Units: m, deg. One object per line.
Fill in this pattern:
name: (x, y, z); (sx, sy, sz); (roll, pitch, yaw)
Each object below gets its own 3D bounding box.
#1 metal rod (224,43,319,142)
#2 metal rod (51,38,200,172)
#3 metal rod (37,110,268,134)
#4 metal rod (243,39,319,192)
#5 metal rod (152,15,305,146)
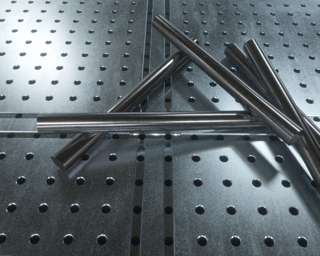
metal rod: (0.177, -0.026, 0.431); (0.025, 0.025, 0.300); (-18, 52, -15)
metal rod: (-0.031, -0.049, 0.448); (0.025, 0.025, 0.301); (30, 56, 22)
metal rod: (0.006, -0.008, 0.394); (0.302, 0.025, 0.025); (-1, 50, -10)
metal rod: (0.172, -0.003, 0.390); (0.025, 0.025, 0.299); (-10, 57, -9)
metal rod: (0.078, -0.084, 0.443); (0.025, 0.025, 0.300); (-26, 54, -21)
